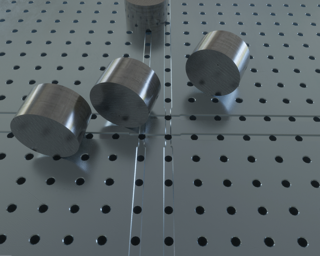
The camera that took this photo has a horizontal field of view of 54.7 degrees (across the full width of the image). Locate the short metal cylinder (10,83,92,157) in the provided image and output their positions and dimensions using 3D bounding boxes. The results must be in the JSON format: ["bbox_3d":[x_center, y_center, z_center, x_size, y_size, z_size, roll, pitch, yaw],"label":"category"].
[{"bbox_3d":[-0.130,-0.008,0.377,0.080,0.080,0.050,7,50,5],"label":"short metal cylinder"}]

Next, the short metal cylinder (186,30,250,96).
[{"bbox_3d":[0.084,-0.094,0.452,0.080,0.080,0.050,20,53,16],"label":"short metal cylinder"}]

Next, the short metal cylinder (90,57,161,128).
[{"bbox_3d":[-0.045,-0.046,0.410,0.080,0.080,0.050,14,52,11],"label":"short metal cylinder"}]

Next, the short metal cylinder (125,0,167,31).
[{"bbox_3d":[-0.026,-0.227,0.582,0.081,0.050,0.080,0,50,0],"label":"short metal cylinder"}]
